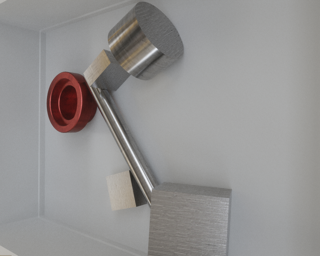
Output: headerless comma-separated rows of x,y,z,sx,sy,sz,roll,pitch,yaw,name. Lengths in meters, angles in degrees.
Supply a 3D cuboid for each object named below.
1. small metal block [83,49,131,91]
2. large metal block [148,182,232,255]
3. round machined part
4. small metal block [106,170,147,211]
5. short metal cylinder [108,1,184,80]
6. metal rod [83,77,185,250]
-0.072,-0.082,0.446,0.050,0.050,0.025,-41,66,29,small metal block
0.034,0.107,0.341,0.080,0.050,0.079,4,90,16,large metal block
-0.141,-0.041,0.509,0.098,0.042,0.097,0,90,40,round machined part
-0.048,0.088,0.444,0.050,0.025,0.050,-20,78,38,small metal block
-0.016,-0.106,0.383,0.050,0.081,0.080,-32,71,35,short metal cylinder
-0.035,0.042,0.426,0.025,0.025,0.299,-43,67,31,metal rod
